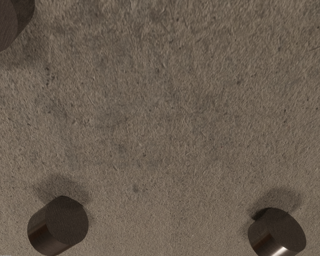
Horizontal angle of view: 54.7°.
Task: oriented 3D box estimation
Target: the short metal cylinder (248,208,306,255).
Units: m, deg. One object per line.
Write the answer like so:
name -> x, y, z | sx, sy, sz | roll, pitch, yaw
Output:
short metal cylinder -> 0.200, 0.186, 0.533 | 0.081, 0.080, 0.050 | 18, 128, -15

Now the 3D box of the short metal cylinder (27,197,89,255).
short metal cylinder -> -0.165, 0.160, 0.505 | 0.050, 0.080, 0.080 | -36, 122, 26

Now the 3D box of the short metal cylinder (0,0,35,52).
short metal cylinder -> -0.166, -0.117, 0.289 | 0.081, 0.050, 0.079 | 0, 130, 0
